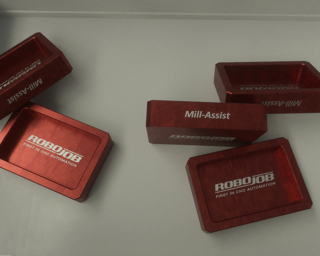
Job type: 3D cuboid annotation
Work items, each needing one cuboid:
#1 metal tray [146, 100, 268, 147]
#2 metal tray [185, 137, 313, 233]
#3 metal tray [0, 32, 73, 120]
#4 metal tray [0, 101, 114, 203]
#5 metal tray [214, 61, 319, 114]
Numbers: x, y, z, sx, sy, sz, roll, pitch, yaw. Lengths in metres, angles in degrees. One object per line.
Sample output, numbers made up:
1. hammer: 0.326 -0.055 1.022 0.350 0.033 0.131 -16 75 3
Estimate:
1. metal tray: 0.051 -0.002 0.375 0.131 0.090 0.030 2 75 1
2. metal tray: 0.106 0.069 0.381 0.131 0.030 0.090 -12 71 -5
3. metal tray: -0.193 -0.068 0.411 0.130 0.030 0.090 -38 50 -13
4. metal tray: -0.137 0.028 0.395 0.130 0.030 0.090 22 71 7
5. metal tray: 0.143 -0.055 0.403 0.131 0.030 0.090 -1 35 -1
